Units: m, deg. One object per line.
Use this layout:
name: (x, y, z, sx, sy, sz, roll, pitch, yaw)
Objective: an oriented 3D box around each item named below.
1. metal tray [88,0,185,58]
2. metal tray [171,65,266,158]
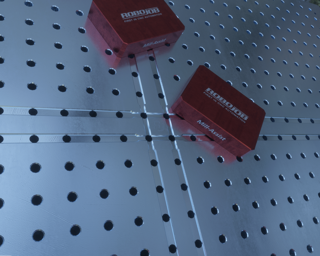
metal tray: (-0.034, -0.168, 0.489, 0.131, 0.030, 0.090, -28, 77, -37)
metal tray: (0.092, -0.027, 0.470, 0.130, 0.030, 0.090, 35, 51, -5)
